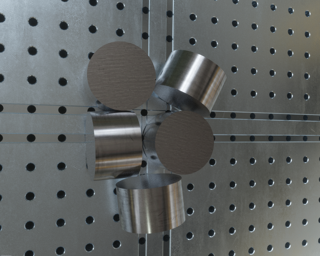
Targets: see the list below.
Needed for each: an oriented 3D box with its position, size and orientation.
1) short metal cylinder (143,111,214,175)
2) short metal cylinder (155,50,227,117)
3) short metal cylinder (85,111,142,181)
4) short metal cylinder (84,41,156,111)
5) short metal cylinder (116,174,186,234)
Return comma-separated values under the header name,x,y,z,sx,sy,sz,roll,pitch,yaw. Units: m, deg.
name,x,y,z,sx,sy,sz,roll,pitch,yaw
short metal cylinder,0.023,0.018,0.408,0.081,0.050,0.079,0,91,-21
short metal cylinder,0.038,-0.056,0.397,0.080,0.080,0.050,30,80,-18
short metal cylinder,-0.057,0.020,0.363,0.050,0.080,0.079,-3,91,-21
short metal cylinder,-0.051,-0.060,0.380,0.081,0.050,0.079,0,90,-19
short metal cylinder,-0.011,0.089,0.379,0.081,0.080,0.050,-7,93,-20
